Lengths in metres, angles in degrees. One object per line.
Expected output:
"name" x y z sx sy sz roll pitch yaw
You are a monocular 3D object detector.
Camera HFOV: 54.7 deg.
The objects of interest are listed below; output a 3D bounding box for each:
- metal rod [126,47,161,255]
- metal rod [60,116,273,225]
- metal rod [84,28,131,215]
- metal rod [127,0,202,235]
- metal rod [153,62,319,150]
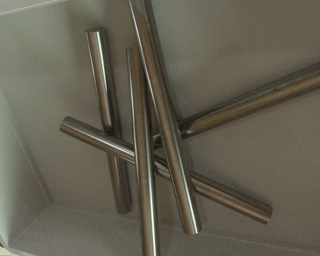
"metal rod" -0.019 0.051 0.395 0.025 0.025 0.298 2 103 27
"metal rod" 0.004 0.054 0.419 0.301 0.025 0.025 24 127 5
"metal rod" -0.070 0.009 0.451 0.025 0.025 0.298 10 123 23
"metal rod" 0.009 -0.008 0.369 0.025 0.025 0.298 -5 107 30
"metal rod" 0.101 -0.028 0.338 0.299 0.025 0.025 -23 106 36
